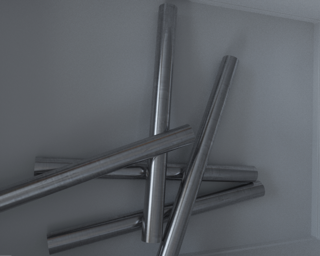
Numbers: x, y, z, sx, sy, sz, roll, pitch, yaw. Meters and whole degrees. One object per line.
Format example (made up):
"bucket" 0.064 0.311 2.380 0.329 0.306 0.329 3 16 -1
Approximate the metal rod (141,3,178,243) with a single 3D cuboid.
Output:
"metal rod" 0.000 -0.012 0.392 0.025 0.025 0.298 7 81 -20

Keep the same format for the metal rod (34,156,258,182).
"metal rod" -0.003 0.057 0.409 0.302 0.025 0.025 5 89 -20

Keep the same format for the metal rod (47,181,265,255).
"metal rod" 0.010 0.114 0.414 0.303 0.025 0.025 -9 93 -20

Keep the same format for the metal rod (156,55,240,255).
"metal rod" 0.053 0.037 0.409 0.025 0.025 0.299 26 73 -19

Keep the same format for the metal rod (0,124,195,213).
"metal rod" -0.101 0.054 0.345 0.302 0.025 0.025 -19 97 -14
